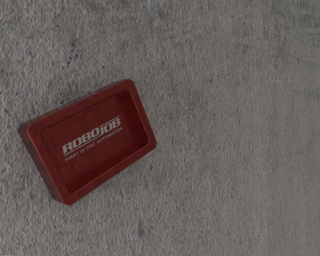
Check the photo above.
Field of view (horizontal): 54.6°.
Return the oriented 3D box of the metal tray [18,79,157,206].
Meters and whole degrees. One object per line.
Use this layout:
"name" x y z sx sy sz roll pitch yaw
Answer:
"metal tray" -0.071 0.011 0.340 0.131 0.030 0.090 -32 110 -35
